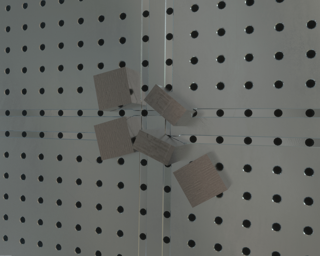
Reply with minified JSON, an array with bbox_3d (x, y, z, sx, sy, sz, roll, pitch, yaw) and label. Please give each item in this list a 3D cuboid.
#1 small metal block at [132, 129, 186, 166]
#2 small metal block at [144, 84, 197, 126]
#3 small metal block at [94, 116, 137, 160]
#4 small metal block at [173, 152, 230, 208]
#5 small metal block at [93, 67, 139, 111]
[{"bbox_3d":[0.000,0.023,0.398,0.050,0.050,0.025,25,99,18],"label":"small metal block"},{"bbox_3d":[0.014,-0.028,0.394,0.050,0.050,0.025,42,103,15],"label":"small metal block"},{"bbox_3d":[-0.059,0.014,0.432,0.050,0.025,0.050,-15,85,19],"label":"small metal block"},{"bbox_3d":[0.053,0.065,0.393,0.050,0.025,0.050,-32,80,16],"label":"small metal block"},{"bbox_3d":[-0.061,-0.053,0.433,0.050,0.025,0.050,-12,86,19],"label":"small metal block"}]
